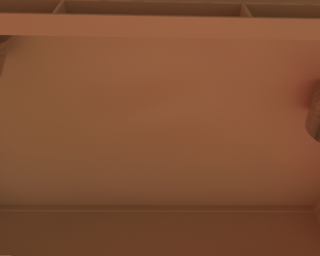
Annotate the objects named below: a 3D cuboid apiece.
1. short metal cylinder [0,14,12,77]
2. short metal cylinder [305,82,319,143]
[{"bbox_3d":[-0.192,-0.084,0.299,0.080,0.080,0.050,22,127,-18],"label":"short metal cylinder"},{"bbox_3d":[0.218,-0.018,0.361,0.080,0.080,0.050,-4,130,3],"label":"short metal cylinder"}]
